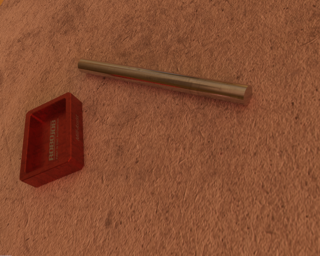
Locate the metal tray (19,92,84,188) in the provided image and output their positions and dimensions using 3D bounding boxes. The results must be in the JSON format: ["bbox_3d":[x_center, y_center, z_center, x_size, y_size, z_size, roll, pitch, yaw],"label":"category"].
[{"bbox_3d":[-0.165,0.016,0.477,0.090,0.030,0.130,-22,53,14],"label":"metal tray"}]

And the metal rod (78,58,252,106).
[{"bbox_3d":[-0.014,-0.074,0.456,0.300,0.025,0.025,16,70,34],"label":"metal rod"}]
